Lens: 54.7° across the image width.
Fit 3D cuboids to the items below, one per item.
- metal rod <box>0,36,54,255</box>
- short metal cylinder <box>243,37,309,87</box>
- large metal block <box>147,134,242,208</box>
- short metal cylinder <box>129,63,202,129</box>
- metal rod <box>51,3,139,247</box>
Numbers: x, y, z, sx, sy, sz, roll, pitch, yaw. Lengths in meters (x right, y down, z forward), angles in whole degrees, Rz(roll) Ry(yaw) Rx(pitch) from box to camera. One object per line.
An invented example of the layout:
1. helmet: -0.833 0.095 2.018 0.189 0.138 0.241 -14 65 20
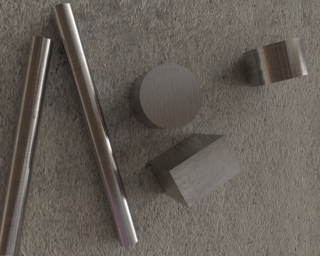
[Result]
1. metal rod: -0.157 0.045 0.350 0.025 0.025 0.298 9 87 -20
2. short metal cylinder: 0.164 -0.092 0.440 0.081 0.080 0.050 -16 96 -19
3. large metal block: 0.041 0.049 0.395 0.080 0.080 0.050 -31 100 -17
4. short metal cylinder: 0.006 -0.039 0.398 0.081 0.050 0.079 0 90 -20
5. metal rod: -0.077 0.001 0.380 0.025 0.025 0.298 -17 96 -19
